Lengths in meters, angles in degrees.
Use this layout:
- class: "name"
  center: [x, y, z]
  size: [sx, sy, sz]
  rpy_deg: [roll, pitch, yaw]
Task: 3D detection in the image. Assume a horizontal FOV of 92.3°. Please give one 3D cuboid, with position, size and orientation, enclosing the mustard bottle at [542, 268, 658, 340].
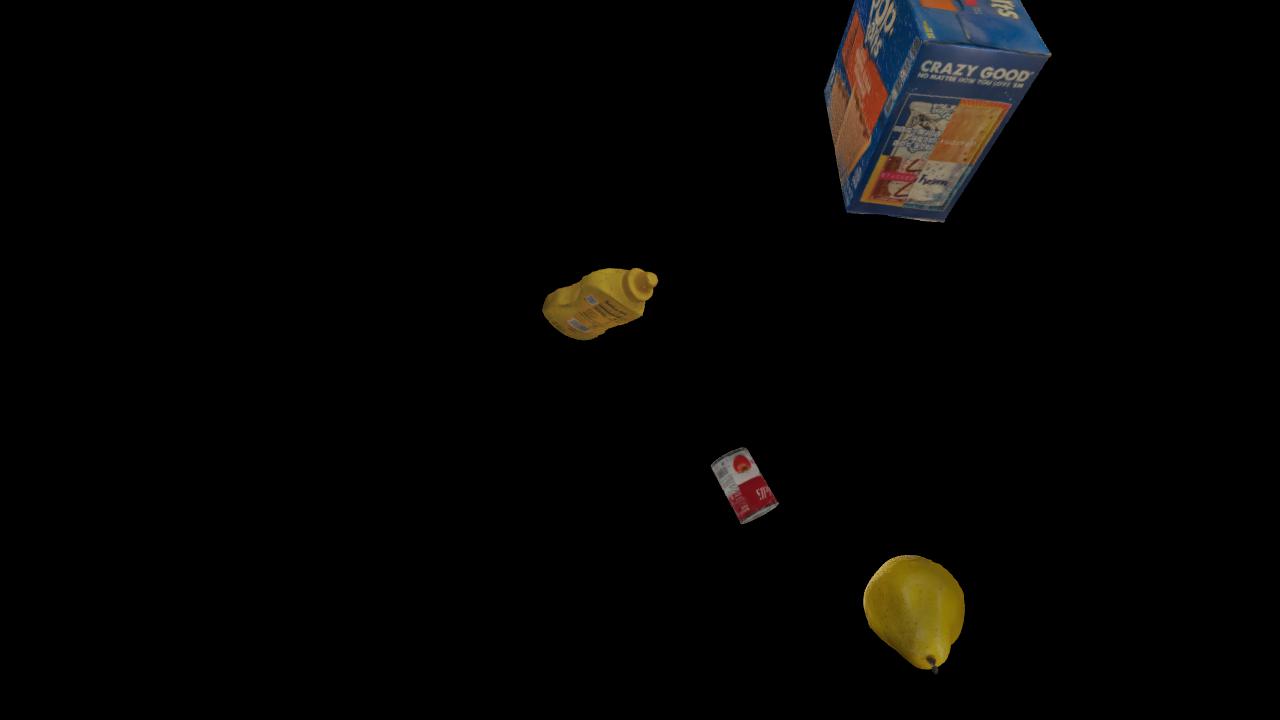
- class: "mustard bottle"
  center: [-0.043, -0.077, 0.800]
  size: [0.092, 0.054, 0.184]
  rpy_deg: [36, -34, -28]

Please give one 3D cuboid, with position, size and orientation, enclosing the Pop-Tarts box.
- class: "Pop-Tarts box"
  center: [0.209, -0.217, 0.471]
  size: [0.083, 0.167, 0.141]
  rpy_deg: [4, -33, -2]

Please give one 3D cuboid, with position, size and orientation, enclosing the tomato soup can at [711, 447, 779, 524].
- class: "tomato soup can"
  center: [0.163, 0.196, 0.965]
  size: [0.068, 0.101, 0.068]
  rpy_deg: [-23, -24, -11]

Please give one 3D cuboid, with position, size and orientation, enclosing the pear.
- class: "pear"
  center: [0.220, 0.212, 0.484]
  size: [0.080, 0.080, 0.111]
  rpy_deg: [0, 26, 16]
